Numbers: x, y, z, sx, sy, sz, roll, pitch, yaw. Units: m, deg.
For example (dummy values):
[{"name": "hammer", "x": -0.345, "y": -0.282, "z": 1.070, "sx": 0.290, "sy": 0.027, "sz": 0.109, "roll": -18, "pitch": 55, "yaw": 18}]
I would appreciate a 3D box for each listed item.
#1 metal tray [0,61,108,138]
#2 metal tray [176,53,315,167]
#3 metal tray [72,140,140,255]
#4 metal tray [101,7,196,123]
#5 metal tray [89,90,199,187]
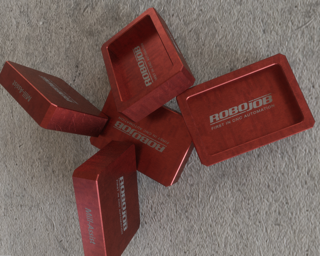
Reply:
[{"name": "metal tray", "x": -0.141, "y": -0.038, "z": 0.407, "sx": 0.130, "sy": 0.090, "sz": 0.030, "roll": 37, "pitch": 102, "yaw": 33}, {"name": "metal tray", "x": 0.094, "y": -0.019, "z": 0.357, "sx": 0.131, "sy": 0.030, "sz": 0.090, "roll": -21, "pitch": 83, "yaw": 3}, {"name": "metal tray", "x": -0.059, "y": 0.091, "z": 0.375, "sx": 0.030, "sy": 0.090, "sz": 0.129, "roll": 6, "pitch": 113, "yaw": 20}, {"name": "metal tray", "x": -0.021, "y": -0.081, "z": 0.383, "sx": 0.090, "sy": 0.030, "sz": 0.130, "roll": -33, "pitch": 51, "yaw": 16}, {"name": "metal tray", "x": -0.020, "y": 0.008, "z": 0.413, "sx": 0.130, "sy": 0.030, "sz": 0.090, "roll": 27, "pitch": 99, "yaw": 17}]
